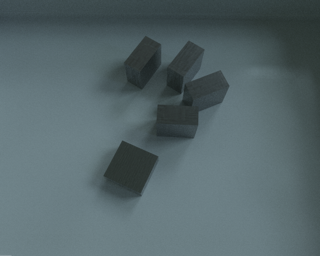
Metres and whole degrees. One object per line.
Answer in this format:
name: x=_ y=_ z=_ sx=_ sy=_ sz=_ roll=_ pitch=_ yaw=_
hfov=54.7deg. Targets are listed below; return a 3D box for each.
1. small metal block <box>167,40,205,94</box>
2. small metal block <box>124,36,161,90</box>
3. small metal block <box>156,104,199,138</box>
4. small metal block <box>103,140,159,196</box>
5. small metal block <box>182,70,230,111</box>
small metal block: x=0.034 y=-0.083 z=0.427 sx=0.025 sy=0.050 sz=0.050 roll=33 pitch=73 yaw=11
small metal block: x=-0.022 y=-0.089 z=0.429 sx=0.025 sy=0.050 sz=0.050 roll=32 pitch=73 yaw=11
small metal block: x=0.022 y=-0.008 z=0.399 sx=0.050 sy=0.050 sz=0.025 roll=3 pitch=70 yaw=1
small metal block: x=-0.035 y=0.051 z=0.391 sx=0.050 sy=0.025 sz=0.050 roll=23 pitch=72 yaw=8
small metal block: x=0.060 y=-0.046 z=0.413 sx=0.050 sy=0.050 sz=0.025 roll=-22 pitch=72 yaw=-8
